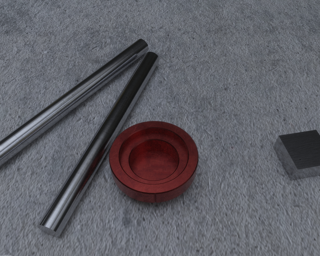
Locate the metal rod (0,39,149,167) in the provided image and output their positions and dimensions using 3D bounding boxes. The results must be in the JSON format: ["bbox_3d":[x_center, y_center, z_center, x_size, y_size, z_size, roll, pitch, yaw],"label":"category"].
[{"bbox_3d":[-0.119,-0.046,0.440,0.025,0.025,0.301,30,56,22],"label":"metal rod"}]

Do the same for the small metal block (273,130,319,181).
[{"bbox_3d":[0.175,0.032,0.377,0.050,0.025,0.050,-8,51,-7],"label":"small metal block"}]

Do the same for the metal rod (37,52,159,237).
[{"bbox_3d":[-0.063,-0.004,0.405,0.025,0.025,0.301,15,52,12],"label":"metal rod"}]

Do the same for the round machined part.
[{"bbox_3d":[-0.007,0.042,0.357,0.099,0.042,0.098,0,50,0],"label":"round machined part"}]
